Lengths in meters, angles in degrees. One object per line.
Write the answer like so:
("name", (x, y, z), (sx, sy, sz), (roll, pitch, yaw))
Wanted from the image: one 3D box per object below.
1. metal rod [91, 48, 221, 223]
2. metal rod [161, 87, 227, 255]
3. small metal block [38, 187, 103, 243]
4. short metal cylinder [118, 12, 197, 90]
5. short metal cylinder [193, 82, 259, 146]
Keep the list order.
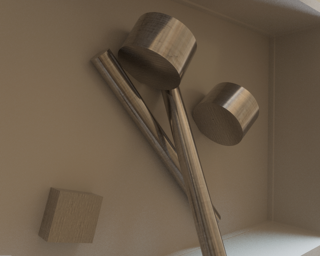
("metal rod", (0.007, 0.029, 0.414), (0.025, 0.025, 0.299), (-49, 119, -29))
("metal rod", (0.041, 0.064, 0.361), (0.025, 0.025, 0.299), (8, 59, -40))
("small metal block", (-0.094, 0.093, 0.329), (0.050, 0.025, 0.050), (19, 78, -39))
("short metal cylinder", (-0.003, -0.089, 0.370), (0.080, 0.080, 0.050), (40, 66, -33))
("short metal cylinder", (0.096, -0.020, 0.454), (0.050, 0.080, 0.080), (-47, 118, -30))
